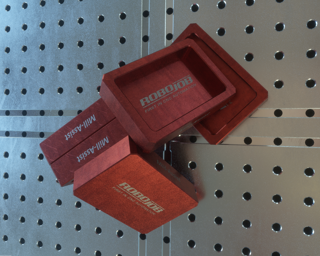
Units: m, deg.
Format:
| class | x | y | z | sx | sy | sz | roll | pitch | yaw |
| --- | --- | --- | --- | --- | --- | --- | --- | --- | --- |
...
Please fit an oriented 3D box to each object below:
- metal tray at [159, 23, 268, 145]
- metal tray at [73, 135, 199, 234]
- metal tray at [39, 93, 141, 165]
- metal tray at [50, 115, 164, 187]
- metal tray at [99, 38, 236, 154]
| class | x | y | z | sx | sy | sz | roll | pitch | yaw |
| --- | --- | --- | --- | --- | --- | --- | --- | --- | --- |
| metal tray | 0.057 | -0.054 | 0.388 | 0.090 | 0.030 | 0.130 | -45 | 77 | 14 |
| metal tray | -0.026 | 0.074 | 0.371 | 0.090 | 0.130 | 0.030 | -34 | 38 | 17 |
| metal tray | -0.078 | 0.000 | 0.404 | 0.130 | 0.090 | 0.030 | -34 | 79 | 16 |
| metal tray | -0.062 | 0.025 | 0.397 | 0.130 | 0.090 | 0.030 | -34 | 79 | 16 |
| metal tray | 0.011 | -0.041 | 0.348 | 0.131 | 0.030 | 0.090 | -31 | 76 | -29 |
